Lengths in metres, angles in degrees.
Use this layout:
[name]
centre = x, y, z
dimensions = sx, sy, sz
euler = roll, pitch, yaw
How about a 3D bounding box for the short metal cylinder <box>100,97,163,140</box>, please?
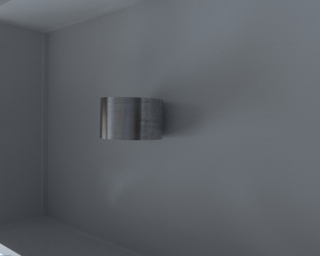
[short metal cylinder]
centre = -0.036, -0.012, 0.398
dimensions = 0.080, 0.081, 0.050
euler = 3, 92, 40
